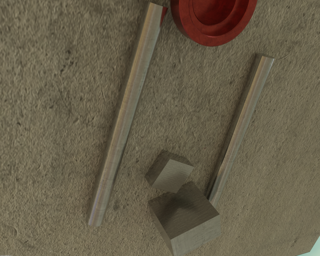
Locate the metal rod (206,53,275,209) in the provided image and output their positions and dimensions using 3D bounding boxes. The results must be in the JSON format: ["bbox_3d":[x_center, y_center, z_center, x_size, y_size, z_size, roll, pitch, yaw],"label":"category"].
[{"bbox_3d":[0.113,0.031,0.489,0.025,0.025,0.298,0,119,-29],"label":"metal rod"}]

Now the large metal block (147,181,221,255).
[{"bbox_3d":[0.037,0.140,0.480,0.081,0.080,0.050,-22,127,-16],"label":"large metal block"}]

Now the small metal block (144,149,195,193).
[{"bbox_3d":[0.014,0.065,0.456,0.050,0.025,0.050,23,106,-37],"label":"small metal block"}]

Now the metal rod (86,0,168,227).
[{"bbox_3d":[-0.048,0.000,0.381,0.025,0.025,0.298,5,116,-31],"label":"metal rod"}]

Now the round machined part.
[{"bbox_3d":[0.055,-0.143,0.339,0.099,0.042,0.097,-14,125,-21],"label":"round machined part"}]
